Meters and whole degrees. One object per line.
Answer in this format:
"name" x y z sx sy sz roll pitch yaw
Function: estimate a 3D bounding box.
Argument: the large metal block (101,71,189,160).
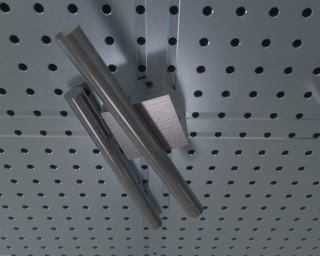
"large metal block" -0.016 -0.014 0.384 0.080 0.050 0.080 -15 129 12

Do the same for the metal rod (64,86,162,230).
"metal rod" -0.056 0.065 0.466 0.025 0.025 0.299 -15 129 12

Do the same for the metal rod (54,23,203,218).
"metal rod" -0.016 0.017 0.360 0.025 0.025 0.299 -21 128 17
